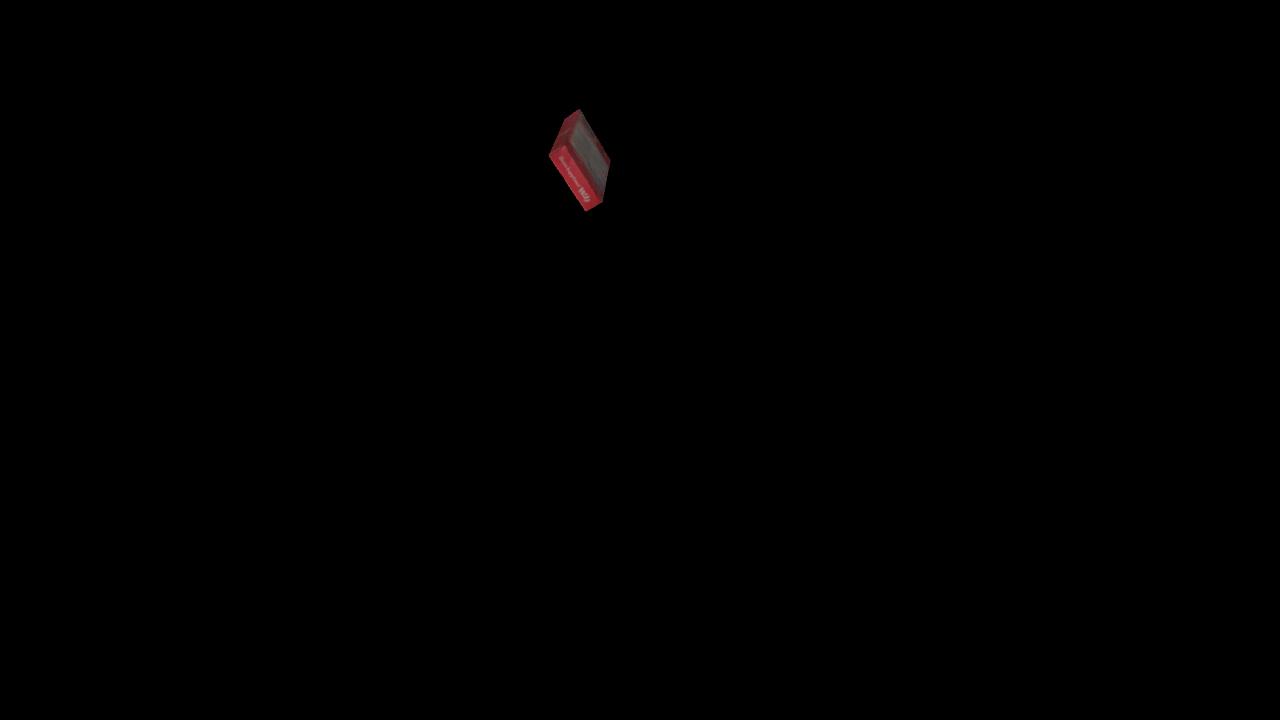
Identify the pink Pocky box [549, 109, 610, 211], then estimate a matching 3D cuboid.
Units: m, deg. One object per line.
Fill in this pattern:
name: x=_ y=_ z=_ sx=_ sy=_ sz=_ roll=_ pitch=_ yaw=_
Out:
pink Pocky box: x=-0.076 y=-0.265 z=0.807 sx=0.029 sy=0.084 sz=0.155 roll=-24 pitch=33 yaw=19
